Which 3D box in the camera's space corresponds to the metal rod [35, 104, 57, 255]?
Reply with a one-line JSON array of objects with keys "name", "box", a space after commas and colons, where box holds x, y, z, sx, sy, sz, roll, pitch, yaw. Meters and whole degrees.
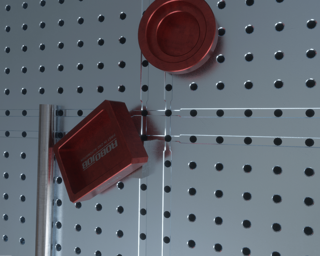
[{"name": "metal rod", "box": [-0.175, 0.114, 0.472, 0.025, 0.025, 0.298, 2, 91, 19]}]

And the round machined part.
[{"name": "round machined part", "box": [0.025, -0.117, 0.394, 0.098, 0.042, 0.097, 0, 90, 19]}]

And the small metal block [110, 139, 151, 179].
[{"name": "small metal block", "box": [-0.042, 0.040, 0.426, 0.050, 0.025, 0.050, 4, 91, 19]}]

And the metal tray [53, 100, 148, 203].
[{"name": "metal tray", "box": [-0.084, 0.033, 0.414, 0.130, 0.030, 0.090, -36, 69, 30]}]
